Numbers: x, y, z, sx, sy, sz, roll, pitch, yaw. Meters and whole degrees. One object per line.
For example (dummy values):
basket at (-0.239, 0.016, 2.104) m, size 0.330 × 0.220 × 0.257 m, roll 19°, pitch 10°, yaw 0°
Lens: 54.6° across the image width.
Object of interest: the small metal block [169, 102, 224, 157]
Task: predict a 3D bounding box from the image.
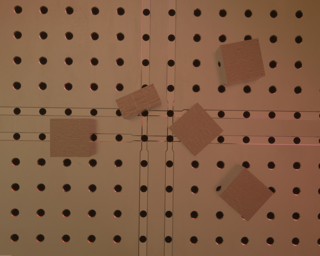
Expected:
small metal block at (0.047, 0.002, 0.414) m, size 0.050 × 0.025 × 0.050 m, roll -42°, pitch 90°, yaw 0°

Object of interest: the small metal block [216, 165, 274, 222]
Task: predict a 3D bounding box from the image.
small metal block at (0.112, 0.086, 0.414) m, size 0.050 × 0.025 × 0.050 m, roll 42°, pitch 90°, yaw 0°

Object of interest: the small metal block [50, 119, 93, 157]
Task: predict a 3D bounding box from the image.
small metal block at (-0.117, 0.013, 0.413) m, size 0.050 × 0.025 × 0.050 m, roll 0°, pitch 90°, yaw 0°

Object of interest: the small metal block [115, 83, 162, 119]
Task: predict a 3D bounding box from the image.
small metal block at (-0.026, -0.033, 0.401) m, size 0.050 × 0.050 × 0.025 m, roll -24°, pitch 90°, yaw 0°

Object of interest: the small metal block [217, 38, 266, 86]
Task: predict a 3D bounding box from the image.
small metal block at (0.107, -0.088, 0.414) m, size 0.050 × 0.025 × 0.050 m, roll -11°, pitch 90°, yaw 0°
